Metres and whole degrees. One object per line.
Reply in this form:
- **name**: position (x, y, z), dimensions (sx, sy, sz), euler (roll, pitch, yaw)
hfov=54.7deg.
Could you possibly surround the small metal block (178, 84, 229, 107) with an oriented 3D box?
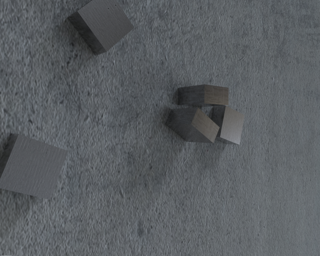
- **small metal block**: position (0.061, -0.045, 0.439), dimensions (0.050, 0.050, 0.025), euler (0, 90, -40)

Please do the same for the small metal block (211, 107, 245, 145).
- **small metal block**: position (0.106, -0.004, 0.493), dimensions (0.050, 0.025, 0.050), euler (20, 77, -38)

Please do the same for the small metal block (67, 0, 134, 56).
- **small metal block**: position (-0.065, -0.119, 0.349), dimensions (0.050, 0.025, 0.050), euler (-51, 120, -28)

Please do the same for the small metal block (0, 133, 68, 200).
- **small metal block**: position (-0.125, 0.037, 0.300), dimensions (0.050, 0.025, 0.050), euler (27, 73, -37)

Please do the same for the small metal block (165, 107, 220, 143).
- **small metal block**: position (0.044, -0.003, 0.425), dimensions (0.050, 0.050, 0.025), euler (38, 67, -34)
